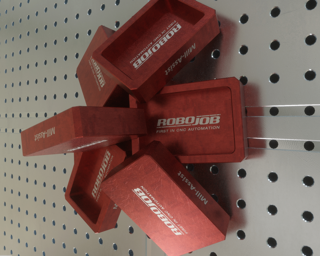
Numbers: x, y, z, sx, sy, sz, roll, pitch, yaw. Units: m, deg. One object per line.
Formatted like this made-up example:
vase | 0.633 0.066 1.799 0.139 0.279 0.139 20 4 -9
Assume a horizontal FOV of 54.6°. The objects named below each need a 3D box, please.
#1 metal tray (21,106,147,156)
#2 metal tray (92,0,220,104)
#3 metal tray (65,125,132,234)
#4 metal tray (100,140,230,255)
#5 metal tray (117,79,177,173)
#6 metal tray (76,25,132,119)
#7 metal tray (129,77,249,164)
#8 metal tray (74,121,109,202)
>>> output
metal tray | -0.090 0.006 0.358 0.130 0.091 0.030 -16 80 43
metal tray | -0.006 -0.101 0.368 0.130 0.030 0.090 -45 57 -7
metal tray | -0.084 0.068 0.437 0.090 0.030 0.129 33 111 35
metal tray | 0.005 0.086 0.359 0.090 0.030 0.130 -36 101 35
metal tray | -0.023 0.000 0.426 0.090 0.030 0.129 -6 84 38
metal tray | -0.079 -0.078 0.451 0.090 0.030 0.130 -53 44 27
metal tray | 0.031 -0.005 0.358 0.130 0.030 0.090 -4 87 22
metal tray | -0.096 0.052 0.487 0.090 0.030 0.129 -5 86 39
